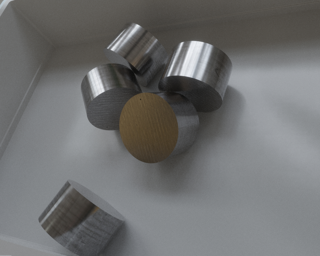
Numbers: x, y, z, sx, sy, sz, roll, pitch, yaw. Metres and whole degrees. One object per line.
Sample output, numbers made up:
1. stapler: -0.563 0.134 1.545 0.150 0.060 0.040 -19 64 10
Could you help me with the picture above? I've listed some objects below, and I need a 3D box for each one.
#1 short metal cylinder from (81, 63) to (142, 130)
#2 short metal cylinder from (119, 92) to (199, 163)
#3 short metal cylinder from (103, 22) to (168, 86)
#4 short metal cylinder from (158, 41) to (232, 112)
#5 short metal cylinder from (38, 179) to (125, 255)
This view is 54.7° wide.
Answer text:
1. short metal cylinder: -0.065 -0.042 0.428 0.080 0.080 0.050 -30 52 9
2. short metal cylinder: -0.001 -0.003 0.367 0.080 0.050 0.079 5 100 32
3. short metal cylinder: -0.035 -0.107 0.453 0.080 0.080 0.050 31 79 37
4. short metal cylinder: 0.044 -0.061 0.384 0.080 0.080 0.050 7 65 31
5. short metal cylinder: -0.087 0.102 0.352 0.080 0.080 0.050 28 77 37
